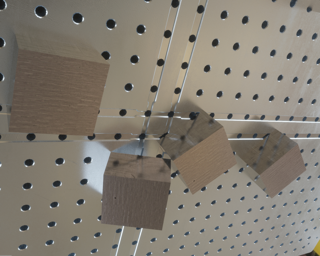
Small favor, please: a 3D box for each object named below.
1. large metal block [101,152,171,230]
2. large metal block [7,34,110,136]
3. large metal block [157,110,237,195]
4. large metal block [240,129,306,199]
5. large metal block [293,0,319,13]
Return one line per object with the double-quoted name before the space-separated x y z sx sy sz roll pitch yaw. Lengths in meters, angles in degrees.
"large metal block" -0.031 0.083 0.409 0.080 0.050 0.079 7 118 -2
"large metal block" -0.105 -0.041 0.312 0.081 0.050 0.079 4 116 -30
"large metal block" 0.055 0.035 0.446 0.080 0.050 0.080 -34 129 -6
"large metal block" 0.199 0.063 0.541 0.080 0.050 0.080 -39 129 -2
"large metal block" 0.212 -0.174 0.383 0.081 0.080 0.050 8 115 -32
